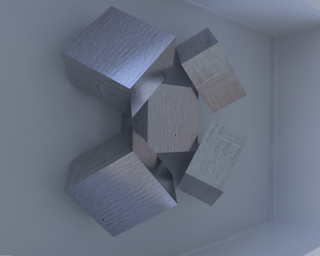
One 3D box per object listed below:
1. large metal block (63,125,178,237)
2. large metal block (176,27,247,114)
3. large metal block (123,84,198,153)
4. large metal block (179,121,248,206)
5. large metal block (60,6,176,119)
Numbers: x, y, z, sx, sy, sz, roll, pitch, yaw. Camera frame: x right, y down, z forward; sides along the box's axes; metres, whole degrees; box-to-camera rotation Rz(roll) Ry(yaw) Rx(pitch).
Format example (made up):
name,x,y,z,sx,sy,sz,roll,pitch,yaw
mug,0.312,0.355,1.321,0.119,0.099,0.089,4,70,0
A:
name,x,y,z,sx,sy,sz,roll,pitch,yaw
large metal block,-0.039,0.057,0.329,0.080,0.050,0.080,-30,118,12
large metal block,0.067,-0.079,0.417,0.080,0.050,0.080,54,16,-26
large metal block,0.001,-0.011,0.388,0.081,0.050,0.080,1,90,-40
large metal block,0.070,0.050,0.419,0.080,0.050,0.080,-59,169,-24
large metal block,-0.040,-0.070,0.324,0.080,0.080,0.050,-53,165,-27
